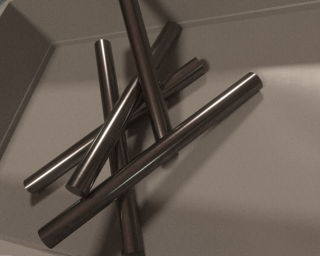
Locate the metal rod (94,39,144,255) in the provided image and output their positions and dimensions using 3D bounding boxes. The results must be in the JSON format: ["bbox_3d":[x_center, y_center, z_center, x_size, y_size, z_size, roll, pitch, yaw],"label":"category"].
[{"bbox_3d":[-0.058,0.005,0.403,0.025,0.025,0.299,-20,63,16],"label":"metal rod"}]

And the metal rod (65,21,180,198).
[{"bbox_3d":[-0.035,-0.046,0.409,0.025,0.025,0.300,4,50,29],"label":"metal rod"}]

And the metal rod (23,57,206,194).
[{"bbox_3d":[-0.066,-0.001,0.439,0.300,0.025,0.025,-35,52,4],"label":"metal rod"}]

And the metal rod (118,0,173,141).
[{"bbox_3d":[-0.028,-0.117,0.404,0.025,0.025,0.298,-17,83,18],"label":"metal rod"}]

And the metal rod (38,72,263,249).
[{"bbox_3d":[-0.002,0.030,0.355,0.301,0.025,0.025,-36,51,-10],"label":"metal rod"}]
